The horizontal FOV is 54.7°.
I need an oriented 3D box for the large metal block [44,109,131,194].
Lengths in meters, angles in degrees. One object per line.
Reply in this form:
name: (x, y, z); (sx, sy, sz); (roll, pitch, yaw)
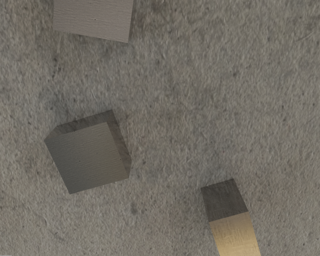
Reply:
large metal block: (-0.090, 0.031, 0.406); (0.080, 0.050, 0.080); (-16, 110, 5)

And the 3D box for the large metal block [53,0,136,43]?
large metal block: (-0.068, -0.144, 0.343); (0.081, 0.050, 0.079); (9, 110, -4)

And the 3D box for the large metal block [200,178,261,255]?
large metal block: (0.096, 0.130, 0.430); (0.050, 0.080, 0.080); (-17, 109, 6)
